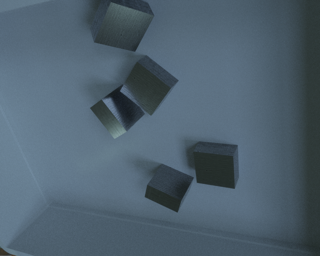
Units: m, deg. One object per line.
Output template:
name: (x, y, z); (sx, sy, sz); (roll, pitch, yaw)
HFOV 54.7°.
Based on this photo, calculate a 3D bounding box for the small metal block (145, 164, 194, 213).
small metal block: (0.014, 0.083, 0.436); (0.050, 0.050, 0.025); (22, 127, 14)

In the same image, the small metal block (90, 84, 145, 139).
small metal block: (-0.054, -0.022, 0.406); (0.025, 0.050, 0.050); (-29, 103, 37)

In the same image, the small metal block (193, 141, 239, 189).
small metal block: (0.073, 0.047, 0.398); (0.050, 0.025, 0.050); (5, 121, 25)

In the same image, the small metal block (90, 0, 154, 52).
small metal block: (-0.042, -0.116, 0.339); (0.050, 0.050, 0.025); (-53, 45, 39)

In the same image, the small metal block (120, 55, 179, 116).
small metal block: (-0.014, -0.052, 0.382); (0.050, 0.025, 0.050); (39, 129, 1)
